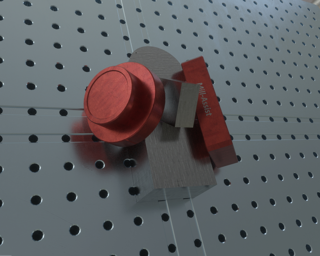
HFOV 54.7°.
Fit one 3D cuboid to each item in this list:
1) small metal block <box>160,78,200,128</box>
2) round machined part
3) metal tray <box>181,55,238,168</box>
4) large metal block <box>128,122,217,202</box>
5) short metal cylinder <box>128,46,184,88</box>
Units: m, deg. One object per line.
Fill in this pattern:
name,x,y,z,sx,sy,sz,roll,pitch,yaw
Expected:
small metal block,0.019,-0.031,0.366,0.025,0.050,0.050,2,103,-31
round machined part,-0.047,-0.031,0.350,0.042,0.098,0.098,29,43,-55
metal tray,0.067,-0.020,0.416,0.030,0.090,0.130,-19,64,11
large metal block,0.012,0.040,0.373,0.081,0.050,0.080,2,61,-27
short metal cylinder,-0.012,-0.064,0.423,0.081,0.050,0.080,14,56,-21
